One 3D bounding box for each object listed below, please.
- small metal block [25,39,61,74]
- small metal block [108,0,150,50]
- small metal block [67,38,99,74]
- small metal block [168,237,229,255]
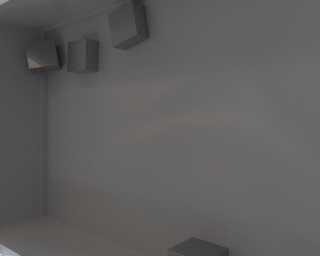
[{"bbox_3d":[-0.212,-0.130,0.563,0.025,0.050,0.050,124,133,-74],"label":"small metal block"},{"bbox_3d":[-0.045,-0.146,0.444,0.050,0.025,0.050,-15,81,39],"label":"small metal block"},{"bbox_3d":[-0.128,-0.118,0.513,0.050,0.025,0.050,4,92,40],"label":"small metal block"},{"bbox_3d":[0.044,0.151,0.354,0.050,0.050,0.025,3,92,40],"label":"small metal block"}]
